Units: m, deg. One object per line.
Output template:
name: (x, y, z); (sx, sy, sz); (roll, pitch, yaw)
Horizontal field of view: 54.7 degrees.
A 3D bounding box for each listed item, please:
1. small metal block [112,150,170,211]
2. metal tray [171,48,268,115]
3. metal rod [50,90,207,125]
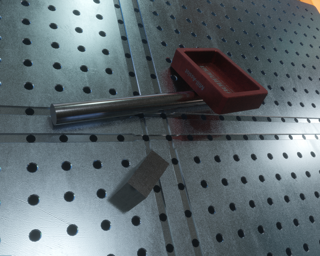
small metal block: (-0.022, 0.059, 0.346); (0.025, 0.050, 0.050); (40, 51, -2)
metal tray: (0.088, -0.077, 0.473); (0.091, 0.030, 0.130); (-10, 47, -33)
metal rod: (0.004, -0.037, 0.434); (0.303, 0.025, 0.025); (-10, 67, -33)
